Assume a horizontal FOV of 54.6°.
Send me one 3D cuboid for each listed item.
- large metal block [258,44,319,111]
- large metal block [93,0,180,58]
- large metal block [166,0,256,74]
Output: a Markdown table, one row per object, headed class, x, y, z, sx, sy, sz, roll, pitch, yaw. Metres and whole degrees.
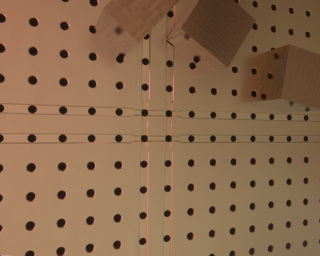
| class | x | y | z | sx | sy | sz | roll | pitch | yaw |
| --- | --- | --- | --- | --- | --- | --- | --- | --- | --- |
| large metal block | 0.206 | -0.073 | 0.474 | 0.081 | 0.050 | 0.080 | 11 | 86 | -20 |
| large metal block | -0.029 | -0.137 | 0.372 | 0.050 | 0.080 | 0.080 | 44 | 76 | -15 |
| large metal block | 0.069 | -0.134 | 0.424 | 0.080 | 0.050 | 0.080 | 35 | 79 | -17 |
